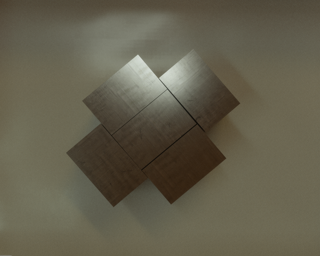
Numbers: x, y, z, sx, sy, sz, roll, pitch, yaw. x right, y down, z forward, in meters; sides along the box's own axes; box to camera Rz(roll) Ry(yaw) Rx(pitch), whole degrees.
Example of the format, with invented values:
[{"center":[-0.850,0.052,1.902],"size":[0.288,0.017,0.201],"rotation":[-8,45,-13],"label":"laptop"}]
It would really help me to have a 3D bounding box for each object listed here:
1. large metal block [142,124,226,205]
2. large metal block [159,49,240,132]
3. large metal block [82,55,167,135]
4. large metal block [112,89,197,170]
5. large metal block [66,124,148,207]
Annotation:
[{"center":[0.027,0.040,0.384],"size":[0.080,0.080,0.050],"rotation":[-40,90,0],"label":"large metal block"},{"center":[0.044,-0.042,0.384],"size":[0.050,0.080,0.080],"rotation":[-41,91,0],"label":"large metal block"},{"center":[-0.039,-0.037,0.382],"size":[0.080,0.080,0.050],"rotation":[-40,90,0],"label":"large metal block"},{"center":[-0.006,0.001,0.383],"size":[0.080,0.080,0.050],"rotation":[-40,90,0],"label":"large metal block"},{"center":[-0.059,0.041,0.382],"size":[0.050,0.080,0.080],"rotation":[-41,91,0],"label":"large metal block"}]
